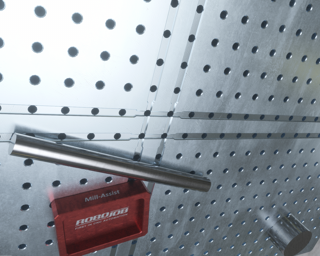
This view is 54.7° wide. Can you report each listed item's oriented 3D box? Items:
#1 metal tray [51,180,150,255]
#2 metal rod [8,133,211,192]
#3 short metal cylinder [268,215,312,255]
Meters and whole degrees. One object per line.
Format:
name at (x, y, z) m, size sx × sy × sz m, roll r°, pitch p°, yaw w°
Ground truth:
metal tray at (-0.081, 0.131, 0.444) m, size 0.131 × 0.030 × 0.089 m, roll -10°, pitch 123°, yaw -23°
metal rod at (-0.042, 0.055, 0.421) m, size 0.302 × 0.025 × 0.025 m, roll 18°, pitch 109°, yaw -35°
short metal cylinder at (0.298, 0.248, 0.711) m, size 0.081 × 0.050 × 0.079 m, roll -14°, pitch 124°, yaw -21°
